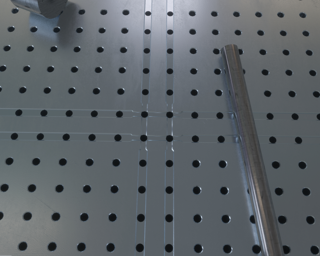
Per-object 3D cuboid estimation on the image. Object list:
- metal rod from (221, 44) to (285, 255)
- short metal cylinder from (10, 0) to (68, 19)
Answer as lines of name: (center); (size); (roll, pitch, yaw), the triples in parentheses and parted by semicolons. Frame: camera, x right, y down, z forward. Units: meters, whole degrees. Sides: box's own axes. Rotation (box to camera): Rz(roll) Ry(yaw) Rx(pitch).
metal rod: (0.117, 0.024, 0.403); (0.025, 0.025, 0.299); (-6, 70, -2)
short metal cylinder: (-0.177, -0.210, 0.458); (0.050, 0.080, 0.080); (22, 72, 8)
